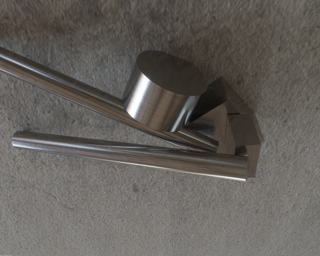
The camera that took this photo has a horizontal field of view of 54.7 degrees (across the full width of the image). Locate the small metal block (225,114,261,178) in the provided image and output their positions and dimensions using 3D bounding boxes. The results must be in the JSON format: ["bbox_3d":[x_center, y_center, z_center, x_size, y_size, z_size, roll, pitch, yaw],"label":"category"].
[{"bbox_3d":[0.089,0.020,0.341,0.025,0.050,0.050,-3,130,3],"label":"small metal block"}]

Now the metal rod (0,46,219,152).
[{"bbox_3d":[-0.076,-0.033,0.342,0.301,0.025,0.025,23,127,-5],"label":"metal rod"}]

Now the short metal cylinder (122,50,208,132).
[{"bbox_3d":[0.005,-0.041,0.339,0.081,0.080,0.050,16,128,-14],"label":"short metal cylinder"}]

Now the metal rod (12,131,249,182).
[{"bbox_3d":[-0.052,0.028,0.362,0.301,0.025,0.025,5,134,23],"label":"metal rod"}]

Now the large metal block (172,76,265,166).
[{"bbox_3d":[0.069,-0.004,0.388,0.080,0.050,0.080,-33,123,26],"label":"large metal block"}]
